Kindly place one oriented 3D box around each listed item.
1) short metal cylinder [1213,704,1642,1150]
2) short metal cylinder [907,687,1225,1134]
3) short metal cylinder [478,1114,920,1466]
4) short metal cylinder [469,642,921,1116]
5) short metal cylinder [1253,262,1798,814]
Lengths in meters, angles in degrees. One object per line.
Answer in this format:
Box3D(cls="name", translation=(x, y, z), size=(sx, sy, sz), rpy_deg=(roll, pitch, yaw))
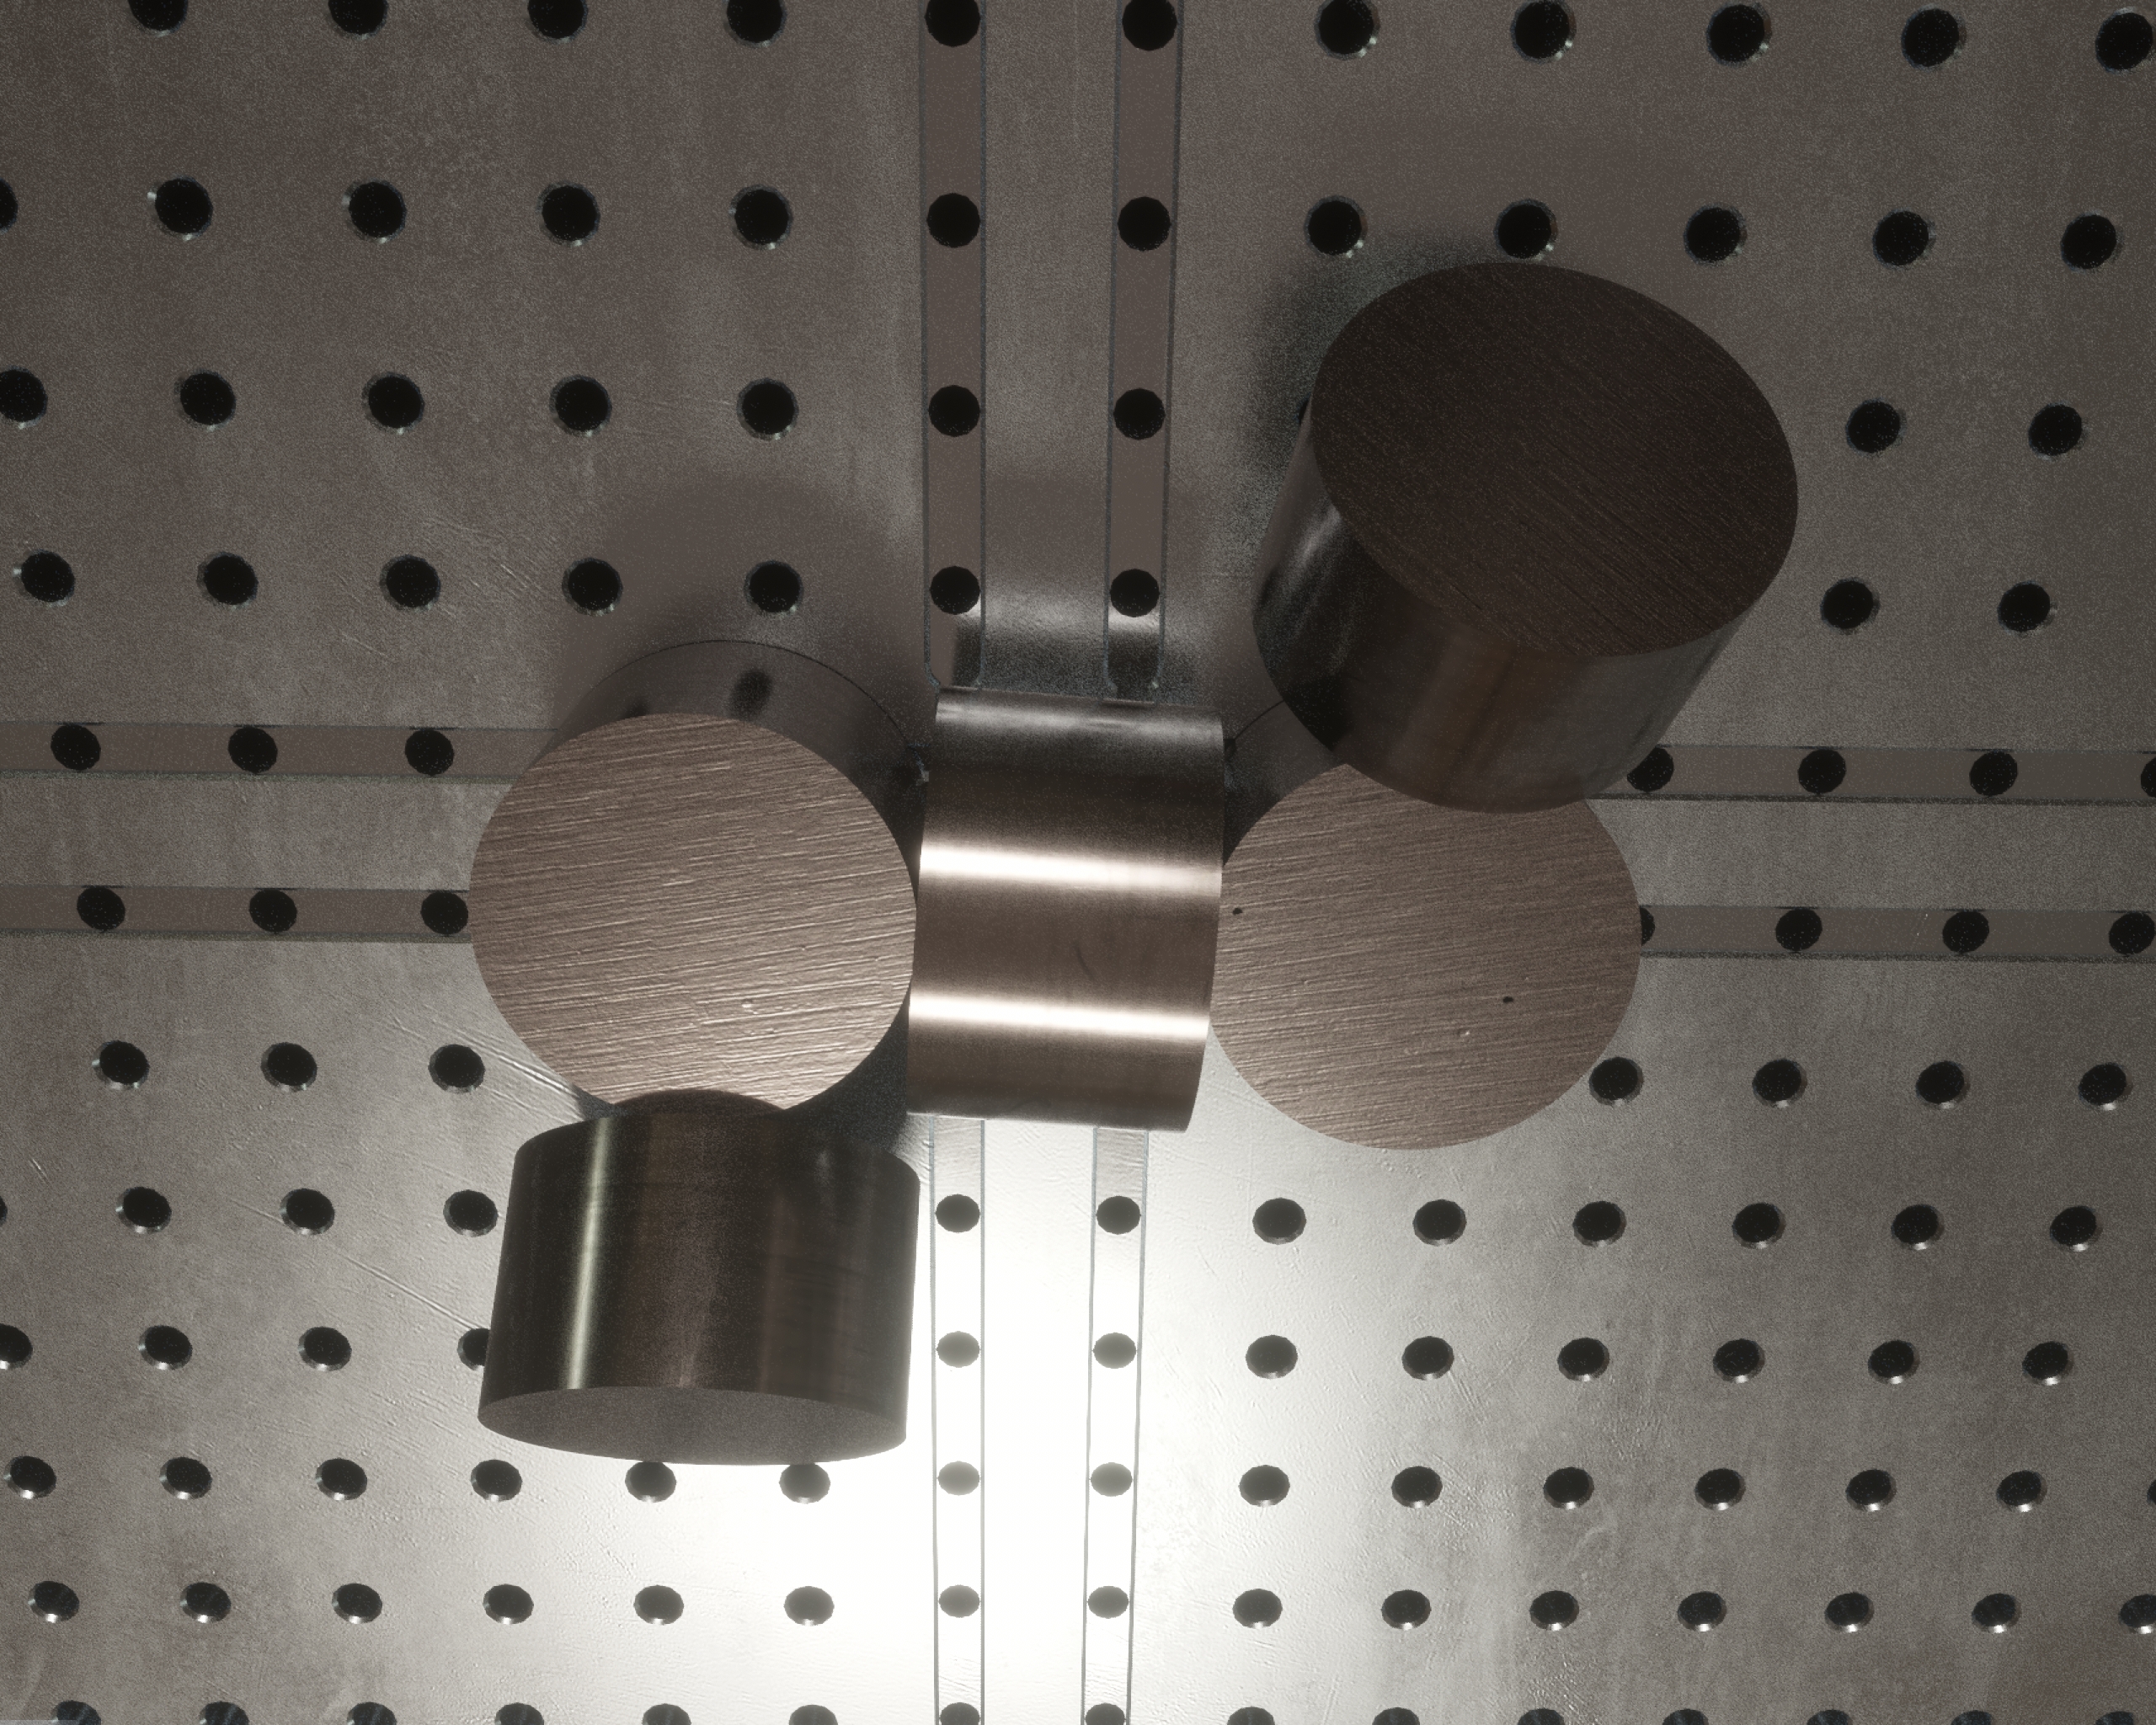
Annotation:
Box3D(cls="short metal cylinder", translation=(0.062, 0.008, 0.403), size=(0.081, 0.050, 0.079), rpy_deg=(0, 110, -1))
Box3D(cls="short metal cylinder", translation=(-0.003, 0.009, 0.387), size=(0.050, 0.080, 0.079), rpy_deg=(5, 110, -2))
Box3D(cls="short metal cylinder", translation=(-0.073, 0.086, 0.409), size=(0.081, 0.050, 0.080), rpy_deg=(1, 154, 1))
Box3D(cls="short metal cylinder", translation=(-0.069, 0.003, 0.399), size=(0.081, 0.050, 0.079), rpy_deg=(0, 110, -1))
Box3D(cls="short metal cylinder", translation=(0.074, -0.055, 0.358), size=(0.081, 0.080, 0.050), rpy_deg=(8, 151, -4))
